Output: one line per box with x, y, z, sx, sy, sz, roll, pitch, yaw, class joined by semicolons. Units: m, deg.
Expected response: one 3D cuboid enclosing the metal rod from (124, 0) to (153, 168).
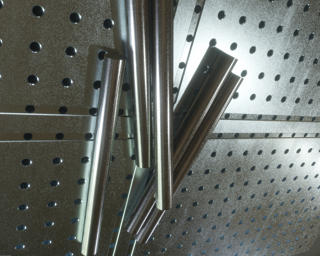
-0.023;-0.078;0.351;0.025;0.025;0.298;-15;125;-21;metal rod

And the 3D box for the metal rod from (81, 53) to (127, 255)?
-0.078;0.053;0.402;0.025;0.025;0.298;-2;120;-28;metal rod

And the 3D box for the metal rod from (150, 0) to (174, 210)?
0.004;-0.023;0.382;0.025;0.025;0.298;-13;118;-22;metal rod

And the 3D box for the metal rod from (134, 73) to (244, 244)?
0.036;0.053;0.465;0.025;0.025;0.298;16;110;-35;metal rod

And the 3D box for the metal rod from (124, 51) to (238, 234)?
0.023;0.031;0.445;0.025;0.025;0.298;16;110;-35;metal rod
